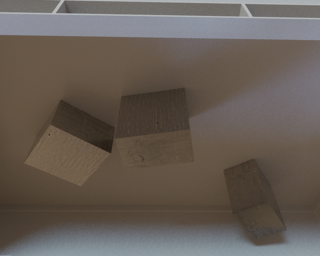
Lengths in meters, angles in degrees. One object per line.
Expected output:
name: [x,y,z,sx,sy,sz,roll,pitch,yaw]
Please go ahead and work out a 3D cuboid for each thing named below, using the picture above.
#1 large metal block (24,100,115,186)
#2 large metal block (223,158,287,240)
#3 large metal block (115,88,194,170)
large metal block: [-0.118,0.022,0.410,0.080,0.050,0.080,29,124,-23]
large metal block: [0.142,0.107,0.467,0.050,0.080,0.080,-26,126,20]
large metal block: [-0.005,-0.001,0.372,0.080,0.080,0.050,-7,130,6]
